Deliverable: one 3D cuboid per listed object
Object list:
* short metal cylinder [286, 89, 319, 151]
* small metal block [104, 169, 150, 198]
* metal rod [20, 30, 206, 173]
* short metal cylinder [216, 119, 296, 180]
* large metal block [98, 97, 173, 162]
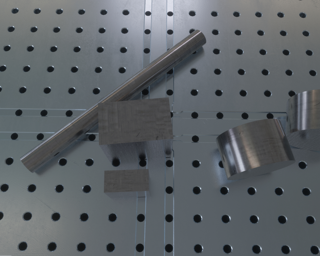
[{"bbox_3d":[0.200,-0.007,0.387,0.080,0.080,0.050,9,71,3],"label":"short metal cylinder"},{"bbox_3d":[-0.038,0.068,0.373,0.050,0.050,0.025,-2,70,-1],"label":"small metal block"},{"bbox_3d":[-0.054,-0.044,0.427,0.301,0.025,0.025,-39,75,-13],"label":"metal rod"},{"bbox_3d":[0.113,0.028,0.373,0.081,0.080,0.050,-12,71,-4],"label":"short metal cylinder"},{"bbox_3d":[-0.028,0.005,0.380,0.081,0.080,0.050,-5,70,-2],"label":"large metal block"}]
